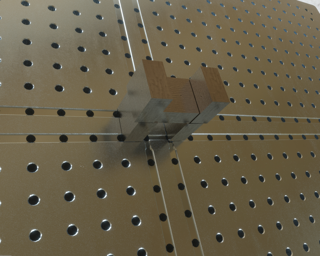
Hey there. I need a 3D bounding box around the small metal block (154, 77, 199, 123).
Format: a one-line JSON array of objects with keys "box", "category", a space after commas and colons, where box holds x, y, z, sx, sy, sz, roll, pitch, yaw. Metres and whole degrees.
[{"box": [0.014, -0.034, 0.374, 0.050, 0.025, 0.050, 1, 61, -28], "category": "small metal block"}]

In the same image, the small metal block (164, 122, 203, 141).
[{"box": [0.028, -0.016, 0.418, 0.025, 0.050, 0.050, -1, 62, -29], "category": "small metal block"}]

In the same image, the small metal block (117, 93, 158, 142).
[{"box": [-0.029, -0.016, 0.387, 0.025, 0.050, 0.050, 1, 62, -28], "category": "small metal block"}]

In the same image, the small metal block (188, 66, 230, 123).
[{"box": [0.054, -0.040, 0.381, 0.025, 0.050, 0.050, 0, 61, -28], "category": "small metal block"}]

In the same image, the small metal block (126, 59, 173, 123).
[{"box": [-0.013, -0.040, 0.345, 0.025, 0.050, 0.050, 0, 61, -28], "category": "small metal block"}]
